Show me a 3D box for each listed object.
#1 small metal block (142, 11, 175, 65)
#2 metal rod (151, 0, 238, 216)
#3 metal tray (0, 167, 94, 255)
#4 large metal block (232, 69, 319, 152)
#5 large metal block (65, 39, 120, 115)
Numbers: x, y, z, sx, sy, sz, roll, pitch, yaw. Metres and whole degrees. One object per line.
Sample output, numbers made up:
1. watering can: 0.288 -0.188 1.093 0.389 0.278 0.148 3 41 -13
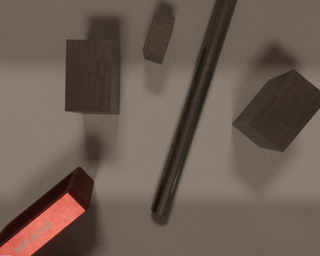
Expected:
1. small metal block: -0.002 -0.114 0.399 0.025 0.050 0.050 18 90 0
2. metal rod: 0.045 -0.030 0.411 0.025 0.025 0.298 18 90 -1
3. metal tray: -0.142 0.110 0.375 0.130 0.090 0.030 -39 103 0
4. large metal block: 0.144 -0.019 0.386 0.050 0.080 0.080 40 90 -1
5. large metal block: -0.080 -0.058 0.383 0.050 0.080 0.079 1 90 0
